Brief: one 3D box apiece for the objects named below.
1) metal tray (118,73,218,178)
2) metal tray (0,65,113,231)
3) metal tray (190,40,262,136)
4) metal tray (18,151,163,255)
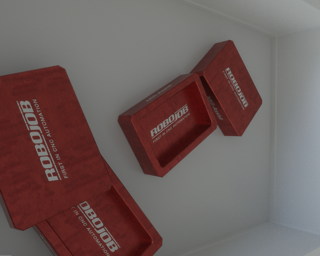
[{"bbox_3d":[0.017,-0.007,0.416,0.131,0.030,0.090,-38,113,-33],"label":"metal tray"},{"bbox_3d":[-0.111,0.014,0.284,0.091,0.030,0.129,-21,87,-35],"label":"metal tray"},{"bbox_3d":[0.109,-0.061,0.495,0.090,0.030,0.130,-51,120,-28],"label":"metal tray"},{"bbox_3d":[-0.069,0.097,0.318,0.091,0.030,0.130,-37,93,-34],"label":"metal tray"}]
